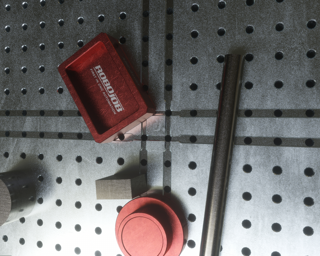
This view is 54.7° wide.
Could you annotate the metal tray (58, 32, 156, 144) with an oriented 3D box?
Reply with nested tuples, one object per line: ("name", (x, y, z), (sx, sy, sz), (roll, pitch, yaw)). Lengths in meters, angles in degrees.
("metal tray", (-0.076, -0.055, 0.435), (0.090, 0.030, 0.130), (-32, 80, 16))

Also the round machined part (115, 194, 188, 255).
("round machined part", (-0.016, 0.139, 0.408), (0.098, 0.042, 0.097), (0, 90, 19))

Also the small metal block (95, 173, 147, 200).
("small metal block", (-0.051, 0.078, 0.416), (0.050, 0.050, 0.025), (-5, 89, 19))

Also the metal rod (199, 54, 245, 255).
("metal rod", (0.074, 0.060, 0.386), (0.025, 0.025, 0.298), (8, 93, 19))

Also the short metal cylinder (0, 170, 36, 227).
("short metal cylinder", (-0.244, 0.109, 0.483), (0.080, 0.050, 0.079), (0, 90, 19))
